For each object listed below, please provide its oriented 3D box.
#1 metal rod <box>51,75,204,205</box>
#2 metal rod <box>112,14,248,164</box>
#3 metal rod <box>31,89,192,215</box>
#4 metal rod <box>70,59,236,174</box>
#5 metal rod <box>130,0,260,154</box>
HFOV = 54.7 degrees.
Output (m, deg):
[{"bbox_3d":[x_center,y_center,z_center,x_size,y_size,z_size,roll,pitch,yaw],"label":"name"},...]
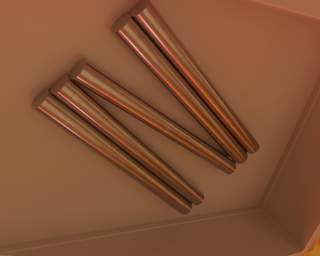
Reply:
[{"bbox_3d":[-0.021,0.035,0.417,0.025,0.025,0.300,-44,129,2],"label":"metal rod"},{"bbox_3d":[0.046,-0.030,0.413,0.025,0.025,0.300,-45,129,3],"label":"metal rod"},{"bbox_3d":[-0.041,0.051,0.416,0.025,0.025,0.300,-44,129,2],"label":"metal rod"},{"bbox_3d":[0.014,0.002,0.416,0.301,0.025,0.025,32,100,-38],"label":"metal rod"},{"bbox_3d":[0.065,-0.046,0.414,0.025,0.025,0.300,-45,129,3],"label":"metal rod"}]
